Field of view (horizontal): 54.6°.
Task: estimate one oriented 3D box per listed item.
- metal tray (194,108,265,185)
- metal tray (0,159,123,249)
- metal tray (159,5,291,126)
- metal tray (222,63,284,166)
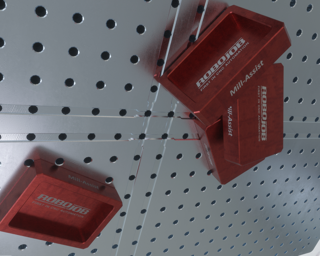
[{"bbox_3d":[0.113,0.019,0.480,0.090,0.030,0.130,-30,129,-9],"label":"metal tray"},{"bbox_3d":[-0.125,0.104,0.402,0.130,0.030,0.090,33,100,-38],"label":"metal tray"},{"bbox_3d":[0.070,-0.075,0.358,0.130,0.090,0.030,-45,133,3],"label":"metal tray"},{"bbox_3d":[0.131,-0.021,0.432,0.091,0.030,0.129,-13,106,-30],"label":"metal tray"}]
